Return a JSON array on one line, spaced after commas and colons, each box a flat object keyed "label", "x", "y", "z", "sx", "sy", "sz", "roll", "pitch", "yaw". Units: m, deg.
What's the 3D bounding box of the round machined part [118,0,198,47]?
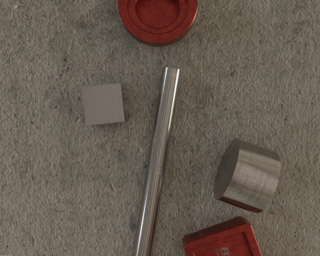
[{"label": "round machined part", "x": -0.003, "y": -0.154, "z": 0.401, "sx": 0.099, "sy": 0.042, "sz": 0.097, "roll": 0, "pitch": 90, "yaw": 0}]

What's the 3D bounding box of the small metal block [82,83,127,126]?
[{"label": "small metal block", "x": -0.073, "y": -0.030, "z": 0.409, "sx": 0.050, "sy": 0.025, "sz": 0.050, "roll": -6, "pitch": 90, "yaw": 0}]

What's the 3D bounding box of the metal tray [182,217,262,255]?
[{"label": "metal tray", "x": 0.093, "y": 0.194, "z": 0.408, "sx": 0.090, "sy": 0.030, "sz": 0.129, "roll": -20, "pitch": 90, "yaw": 0}]

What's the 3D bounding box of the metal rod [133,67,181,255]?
[{"label": "metal rod", "x": -0.008, "y": 0.070, "z": 0.409, "sx": 0.025, "sy": 0.025, "sz": 0.298, "roll": 9, "pitch": 90, "yaw": 0}]

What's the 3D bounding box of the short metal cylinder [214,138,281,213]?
[{"label": "short metal cylinder", "x": 0.105, "y": 0.059, "z": 0.384, "sx": 0.050, "sy": 0.080, "sz": 0.080, "roll": 19, "pitch": 90, "yaw": 0}]
